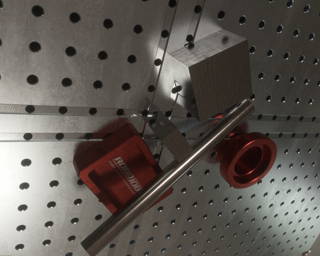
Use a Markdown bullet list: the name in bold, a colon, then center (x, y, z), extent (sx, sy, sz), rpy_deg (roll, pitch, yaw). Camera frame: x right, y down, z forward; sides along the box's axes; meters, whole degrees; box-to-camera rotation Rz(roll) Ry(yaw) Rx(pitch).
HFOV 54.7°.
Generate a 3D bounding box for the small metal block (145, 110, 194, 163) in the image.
- **small metal block**: center (0.012, 0.011, 0.410), extent (0.025, 0.050, 0.050), rpy_deg (-39, 130, -2)

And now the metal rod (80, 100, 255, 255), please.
- **metal rod**: center (0.021, 0.058, 0.424), extent (0.301, 0.025, 0.025), rpy_deg (-39, 131, -16)

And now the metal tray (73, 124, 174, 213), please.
- **metal tray**: center (-0.045, 0.068, 0.426), extent (0.090, 0.030, 0.130), rpy_deg (-34, 129, -7)

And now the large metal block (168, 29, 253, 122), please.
- **large metal block**: center (0.065, -0.067, 0.391), extent (0.080, 0.050, 0.080), rpy_deg (-27, 128, -12)

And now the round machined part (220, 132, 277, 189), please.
- **round machined part**: center (0.139, 0.048, 0.509), extent (0.099, 0.042, 0.097), rpy_deg (-14, 125, -21)
